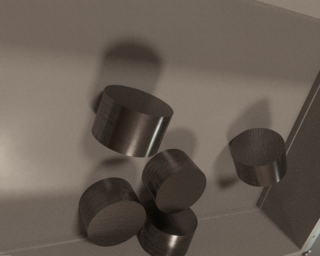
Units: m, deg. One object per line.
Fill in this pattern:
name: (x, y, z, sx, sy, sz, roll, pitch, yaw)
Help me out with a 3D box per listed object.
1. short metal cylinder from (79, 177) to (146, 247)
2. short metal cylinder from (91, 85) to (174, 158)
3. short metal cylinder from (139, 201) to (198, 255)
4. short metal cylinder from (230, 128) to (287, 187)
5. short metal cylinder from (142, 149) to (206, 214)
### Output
short metal cylinder: (-0.066, 0.116, 0.429, 0.081, 0.050, 0.079, -14, 125, -21)
short metal cylinder: (-0.031, -0.009, 0.351, 0.081, 0.080, 0.050, 8, 114, -33)
short metal cylinder: (0.012, 0.154, 0.477, 0.081, 0.080, 0.050, 1, 118, -29)
short metal cylinder: (0.156, 0.045, 0.489, 0.080, 0.080, 0.050, -31, 129, -9)
short metal cylinder: (0.020, 0.077, 0.453, 0.081, 0.050, 0.079, -14, 125, -21)
